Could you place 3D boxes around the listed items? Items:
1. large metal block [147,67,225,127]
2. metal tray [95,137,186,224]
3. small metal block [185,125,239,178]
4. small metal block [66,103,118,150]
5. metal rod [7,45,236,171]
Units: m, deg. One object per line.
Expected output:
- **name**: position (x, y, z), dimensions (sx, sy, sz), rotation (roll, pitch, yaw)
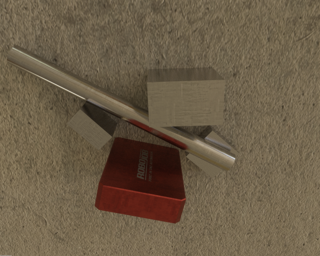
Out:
- **large metal block**: position (0.027, -0.039, 0.366), dimensions (0.081, 0.080, 0.050), rotation (-2, 110, 0)
- **metal tray**: position (-0.020, 0.056, 0.376), dimensions (0.091, 0.130, 0.030), rotation (12, 110, -5)
- **small metal block**: position (0.070, 0.032, 0.424), dimensions (0.050, 0.025, 0.050), rotation (40, 105, -14)
- **small metal block**: position (-0.084, -0.006, 0.394), dimensions (0.050, 0.050, 0.025), rotation (43, 104, -14)
- **metal rod**: position (-0.044, -0.022, 0.388), dimensions (0.301, 0.025, 0.025), rotation (27, 108, -5)
